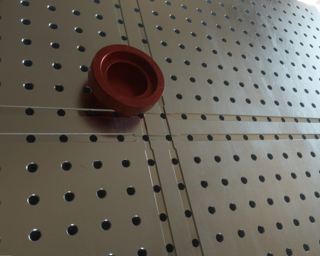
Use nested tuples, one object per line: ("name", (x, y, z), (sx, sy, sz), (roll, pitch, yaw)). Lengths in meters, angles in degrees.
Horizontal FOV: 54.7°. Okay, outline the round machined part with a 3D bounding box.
("round machined part", (-0.047, -0.059, 0.410), (0.099, 0.042, 0.098), (14, 56, -21))
